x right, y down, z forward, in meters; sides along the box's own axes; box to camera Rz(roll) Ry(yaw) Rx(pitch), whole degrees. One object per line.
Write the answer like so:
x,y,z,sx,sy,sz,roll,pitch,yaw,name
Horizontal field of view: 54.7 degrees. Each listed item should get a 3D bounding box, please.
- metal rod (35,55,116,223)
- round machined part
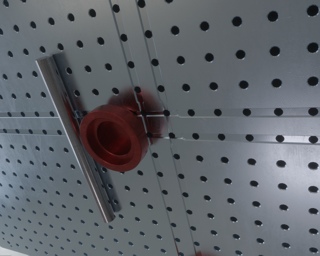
-0.128,0.032,0.498,0.025,0.025,0.298,-1,118,28,metal rod
-0.060,0.010,0.438,0.098,0.042,0.097,13,124,21,round machined part
